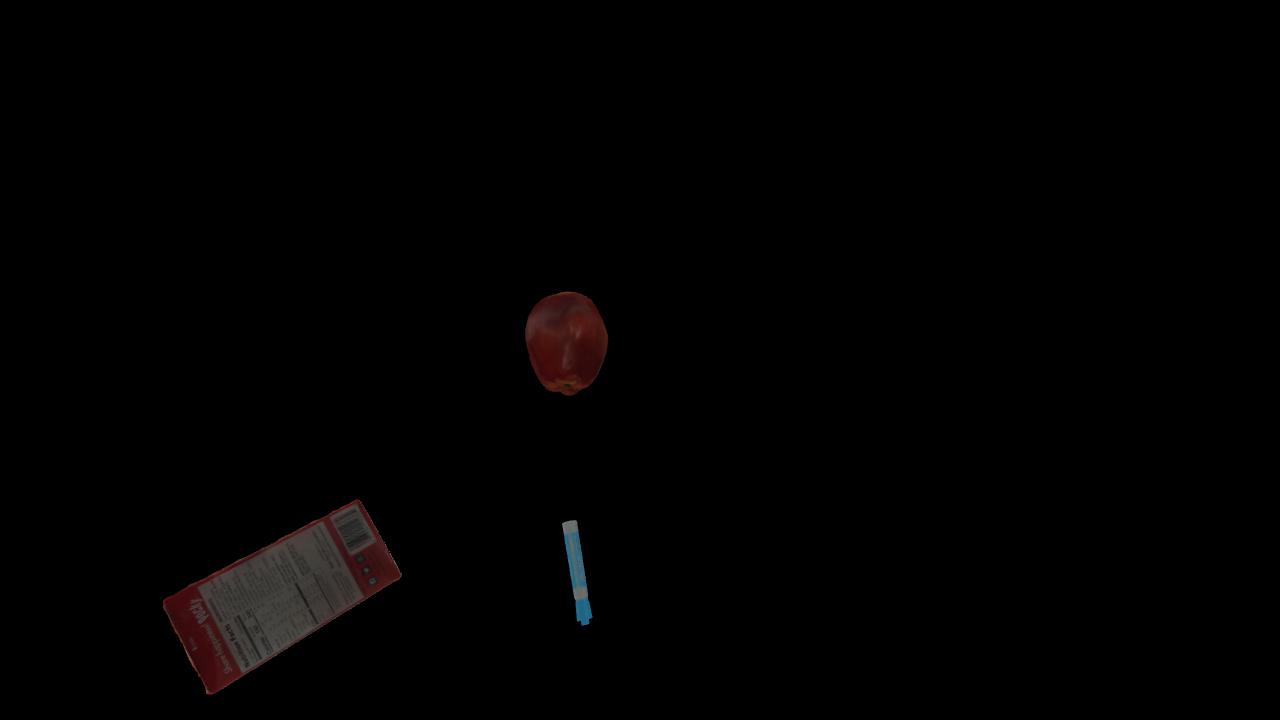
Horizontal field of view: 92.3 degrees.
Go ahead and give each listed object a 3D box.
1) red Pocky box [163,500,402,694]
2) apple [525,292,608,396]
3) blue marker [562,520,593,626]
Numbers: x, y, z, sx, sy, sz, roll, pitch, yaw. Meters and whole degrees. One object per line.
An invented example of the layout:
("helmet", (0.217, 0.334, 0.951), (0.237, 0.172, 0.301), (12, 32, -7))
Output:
("red Pocky box", (-0.292, 0.192, 0.516), (0.155, 0.083, 0.028), (-27, -4, -37))
("apple", (-0.066, -0.017, 0.561), (0.079, 0.093, 0.079), (2, -26, 1))
("blue marker", (-0.076, 0.257, 0.745), (0.020, 0.121, 0.020), (-11, -23, -5))
